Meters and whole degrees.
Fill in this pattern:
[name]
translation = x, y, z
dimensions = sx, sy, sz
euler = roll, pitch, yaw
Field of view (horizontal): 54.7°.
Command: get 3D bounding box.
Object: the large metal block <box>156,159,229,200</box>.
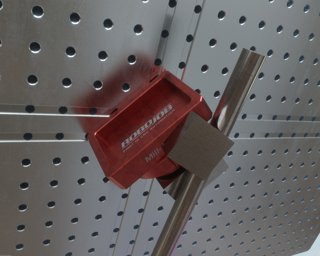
[large metal block]
translation = 0.030, 0.043, 0.417
dimensions = 0.080, 0.080, 0.050
euler = -40, 130, -1

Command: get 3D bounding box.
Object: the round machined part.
[round machined part]
translation = -0.002, 0.020, 0.382
dimensions = 0.098, 0.098, 0.042
euler = -41, 130, -1

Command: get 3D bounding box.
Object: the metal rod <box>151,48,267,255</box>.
[metal rod]
translation = 0.047, 0.053, 0.367
dimensions = 0.025, 0.025, 0.298
euler = 7, 115, -32

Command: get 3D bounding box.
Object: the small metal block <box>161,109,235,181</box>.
[small metal block]
translation = 0.038, 0.018, 0.318
dimensions = 0.050, 0.025, 0.050
euler = 35, 97, -20

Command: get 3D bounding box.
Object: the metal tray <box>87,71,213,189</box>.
[metal tray]
translation = -0.016, -0.002, 0.360
dimensions = 0.130, 0.090, 0.030
euler = -40, 130, -2
